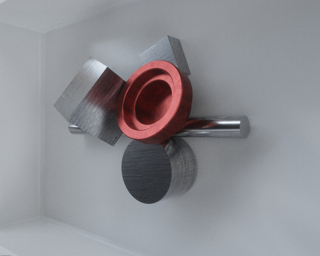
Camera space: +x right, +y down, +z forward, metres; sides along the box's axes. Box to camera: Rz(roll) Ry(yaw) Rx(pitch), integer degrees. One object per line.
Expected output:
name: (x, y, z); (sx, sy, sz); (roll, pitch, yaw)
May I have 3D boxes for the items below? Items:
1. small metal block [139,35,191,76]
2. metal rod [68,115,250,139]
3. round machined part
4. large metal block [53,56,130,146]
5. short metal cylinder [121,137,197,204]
small metal block: (0.006, -0.082, 0.399); (0.050, 0.025, 0.050); (-26, 74, 36)
metal rod: (-0.026, -0.001, 0.422); (0.300, 0.025, 0.025); (0, 90, 39)
round machined part: (-0.002, -0.027, 0.369); (0.098, 0.042, 0.098); (-16, 63, 34)
large metal block: (-0.077, -0.034, 0.411); (0.080, 0.080, 0.050); (-54, 44, 0)
short metal cylinder: (-0.002, 0.050, 0.387); (0.080, 0.050, 0.079); (0, 90, 39)
